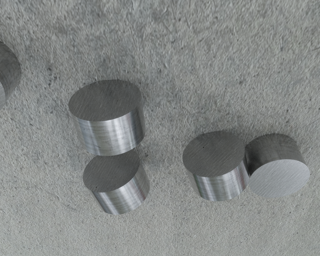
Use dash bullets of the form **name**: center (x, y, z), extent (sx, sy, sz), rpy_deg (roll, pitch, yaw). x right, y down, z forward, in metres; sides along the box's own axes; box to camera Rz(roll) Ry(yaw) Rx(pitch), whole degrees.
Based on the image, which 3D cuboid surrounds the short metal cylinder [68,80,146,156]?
- **short metal cylinder**: center (-0.059, -0.014, 0.359), extent (0.080, 0.080, 0.050), rpy_deg (-3, 130, 2)

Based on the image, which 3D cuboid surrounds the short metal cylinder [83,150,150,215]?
- **short metal cylinder**: center (-0.059, 0.072, 0.432), extent (0.080, 0.080, 0.050), rpy_deg (-11, 129, 9)

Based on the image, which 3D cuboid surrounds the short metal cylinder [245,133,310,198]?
- **short metal cylinder**: center (0.161, 0.054, 0.438), extent (0.081, 0.050, 0.079), rpy_deg (0, 130, 0)

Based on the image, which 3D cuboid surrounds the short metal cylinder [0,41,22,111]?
- **short metal cylinder**: center (-0.203, -0.057, 0.340), extent (0.081, 0.050, 0.079), rpy_deg (0, 130, 0)

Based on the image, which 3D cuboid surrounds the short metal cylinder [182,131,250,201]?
- **short metal cylinder**: center (0.075, 0.050, 0.414), extent (0.080, 0.080, 0.050), rpy_deg (-13, 129, 11)
